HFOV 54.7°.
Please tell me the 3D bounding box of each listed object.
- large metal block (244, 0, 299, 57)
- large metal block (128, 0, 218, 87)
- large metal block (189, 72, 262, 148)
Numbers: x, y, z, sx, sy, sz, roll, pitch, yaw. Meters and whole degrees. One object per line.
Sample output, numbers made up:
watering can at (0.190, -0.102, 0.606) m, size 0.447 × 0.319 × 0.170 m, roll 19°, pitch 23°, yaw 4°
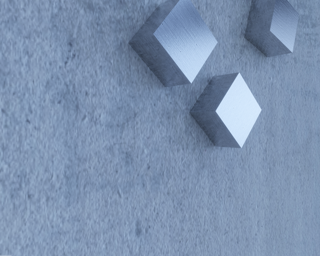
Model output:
large metal block at (0.204, -0.187, 0.563) m, size 0.080 × 0.050 × 0.080 m, roll 23°, pitch 75°, yaw -38°
large metal block at (0.020, -0.112, 0.407) m, size 0.080 × 0.050 × 0.080 m, roll 47°, pitch 62°, yaw -30°
large metal block at (0.103, -0.026, 0.478) m, size 0.080 × 0.050 × 0.080 m, roll 50°, pitch 60°, yaw -29°
